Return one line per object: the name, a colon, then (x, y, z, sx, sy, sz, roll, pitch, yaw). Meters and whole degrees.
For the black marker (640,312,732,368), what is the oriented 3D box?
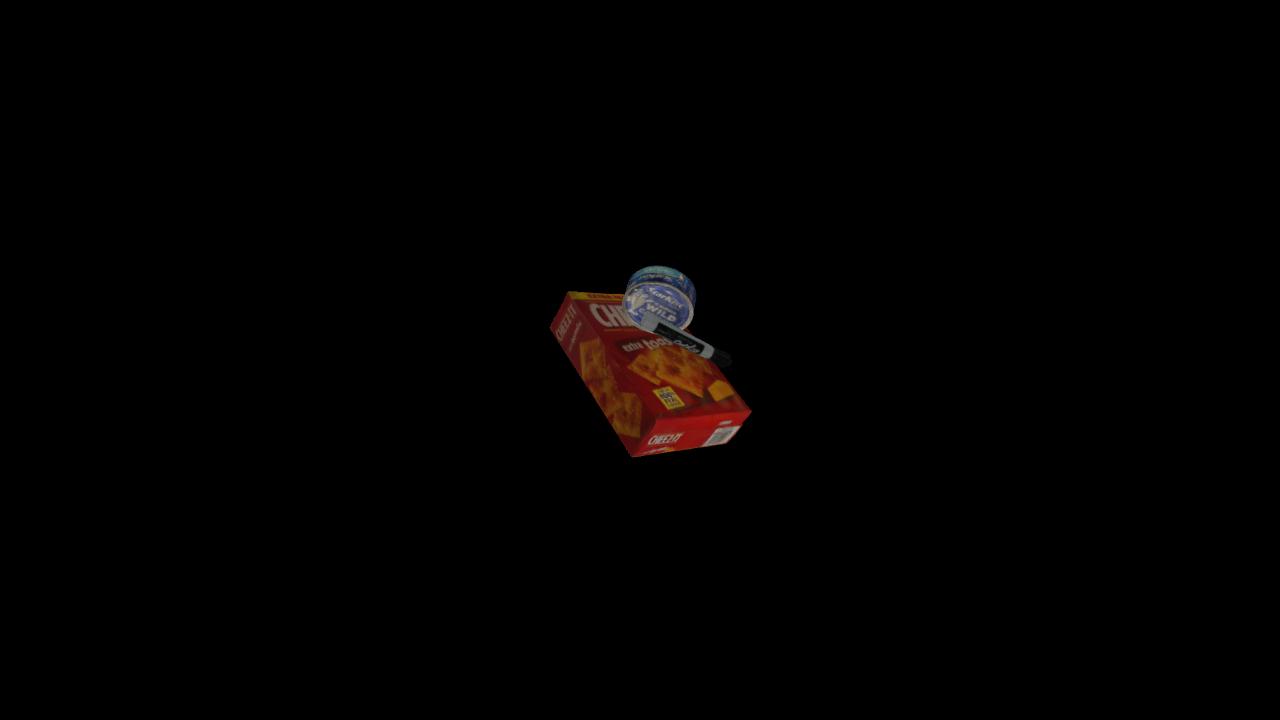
black marker: (0.057, -0.022, 0.723, 0.121, 0.020, 0.020, 26, -8, -16)

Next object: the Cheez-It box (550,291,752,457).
Cheez-It box: (0.011, 0.010, 0.766, 0.166, 0.071, 0.223, 0, 44, -42)

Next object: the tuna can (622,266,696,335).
tuna can: (0.023, -0.069, 0.717, 0.084, 0.034, 0.084, 9, -39, 7)
